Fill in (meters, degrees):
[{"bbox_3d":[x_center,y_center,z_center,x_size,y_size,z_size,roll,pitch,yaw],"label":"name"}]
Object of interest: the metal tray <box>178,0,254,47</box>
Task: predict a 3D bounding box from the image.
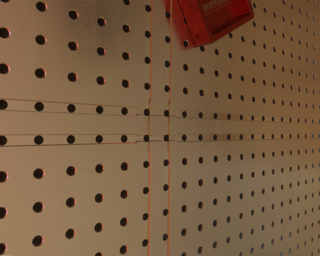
[{"bbox_3d":[0.090,-0.192,0.480,0.131,0.030,0.090,-37,113,-34],"label":"metal tray"}]
